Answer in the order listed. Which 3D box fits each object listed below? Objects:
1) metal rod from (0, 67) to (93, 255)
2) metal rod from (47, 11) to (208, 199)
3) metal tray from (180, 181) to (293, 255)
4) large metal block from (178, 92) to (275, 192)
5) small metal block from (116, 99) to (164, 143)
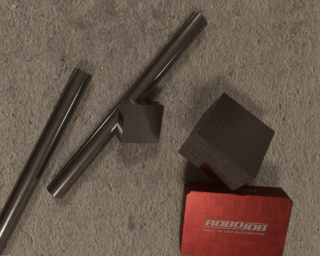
[{"bbox_3d":[-0.168,0.059,0.407,0.025,0.025,0.299,27,90,-1],"label":"metal rod"},{"bbox_3d":[-0.043,-0.030,0.409,0.025,0.025,0.300,40,90,-1],"label":"metal rod"},{"bbox_3d":[0.094,0.120,0.398,0.131,0.030,0.089,4,105,-1],"label":"metal tray"},{"bbox_3d":[0.082,0.017,0.380,0.080,0.050,0.080,38,53,0],"label":"large metal block"},{"bbox_3d":[-0.026,-0.008,0.395,0.050,0.025,0.050,1,107,-24],"label":"small metal block"}]
